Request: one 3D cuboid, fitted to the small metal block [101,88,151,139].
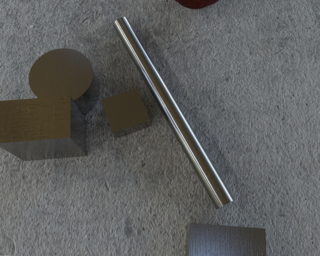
[{"bbox_3d":[-0.045,-0.020,0.415,0.050,0.025,0.050,-20,72,-8],"label":"small metal block"}]

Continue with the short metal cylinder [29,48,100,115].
[{"bbox_3d":[-0.125,-0.059,0.415,0.081,0.050,0.080,0,70,0],"label":"short metal cylinder"}]

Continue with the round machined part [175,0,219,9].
[{"bbox_3d":[0.056,-0.227,0.483,0.099,0.042,0.098,0,70,-1],"label":"round machined part"}]

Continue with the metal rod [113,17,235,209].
[{"bbox_3d":[0.011,-0.032,0.419,0.025,0.025,0.299,-26,72,-9],"label":"metal rod"}]

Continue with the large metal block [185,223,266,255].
[{"bbox_3d":[0.069,0.150,0.341,0.081,0.050,0.080,4,70,1],"label":"large metal block"}]

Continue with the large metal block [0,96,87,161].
[{"bbox_3d":[-0.139,0.003,0.376,0.081,0.080,0.050,-5,70,-2],"label":"large metal block"}]
